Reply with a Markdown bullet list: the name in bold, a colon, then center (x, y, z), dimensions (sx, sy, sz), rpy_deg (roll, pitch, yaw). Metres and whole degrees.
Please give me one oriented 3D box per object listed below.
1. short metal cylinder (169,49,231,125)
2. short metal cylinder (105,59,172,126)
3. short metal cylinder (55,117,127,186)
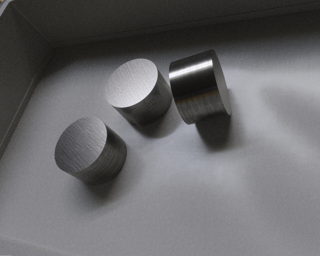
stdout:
- **short metal cylinder**: center (0.050, -0.048, 0.373), dimensions (0.050, 0.080, 0.080), rpy_deg (-14, 56, 20)
- **short metal cylinder**: center (-0.029, -0.050, 0.434), dimensions (0.080, 0.050, 0.080), rpy_deg (-13, 56, 20)
- **short metal cylinder**: center (-0.092, 0.031, 0.417), dimensions (0.080, 0.050, 0.080), rpy_deg (-13, 56, 20)
